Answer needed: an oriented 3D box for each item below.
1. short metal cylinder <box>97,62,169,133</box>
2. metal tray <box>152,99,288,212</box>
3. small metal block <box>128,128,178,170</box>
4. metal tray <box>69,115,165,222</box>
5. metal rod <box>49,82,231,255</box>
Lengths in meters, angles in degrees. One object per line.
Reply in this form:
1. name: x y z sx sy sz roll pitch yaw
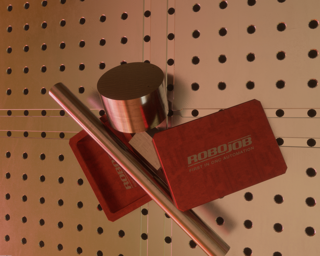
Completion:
1. short metal cylinder: -0.032 -0.039 0.384 0.080 0.080 0.050 9 135 19
2. metal tray: 0.066 0.030 0.355 0.131 0.030 0.090 -19 83 -6
3. small metal block: -0.005 0.025 0.396 0.050 0.050 0.025 42 103 15
4. metal tray: -0.058 0.050 0.426 0.090 0.030 0.130 -33 80 17
5. metal rod: -0.035 0.046 0.389 0.300 0.025 0.025 43 103 14
